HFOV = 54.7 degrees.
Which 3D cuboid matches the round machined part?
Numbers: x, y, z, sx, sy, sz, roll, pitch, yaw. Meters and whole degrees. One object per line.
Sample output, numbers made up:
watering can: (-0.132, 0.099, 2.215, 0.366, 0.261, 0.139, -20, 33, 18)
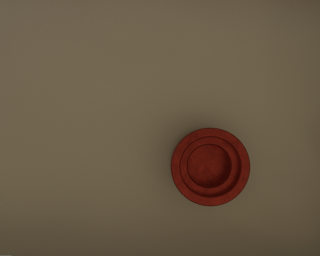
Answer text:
round machined part: (0.063, 0.048, 0.404, 0.099, 0.042, 0.097, 0, 90, -1)
